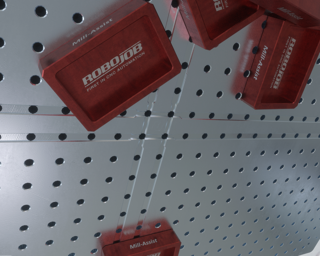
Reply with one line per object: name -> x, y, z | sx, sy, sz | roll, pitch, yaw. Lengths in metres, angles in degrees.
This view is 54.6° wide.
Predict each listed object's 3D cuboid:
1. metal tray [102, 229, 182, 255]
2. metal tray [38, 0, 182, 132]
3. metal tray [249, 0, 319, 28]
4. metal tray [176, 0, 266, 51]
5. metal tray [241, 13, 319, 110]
metal tray -> -0.034, 0.229, 0.530 | 0.131, 0.030, 0.089 | -5, 121, -26
metal tray -> -0.050, -0.066, 0.338 | 0.130, 0.030, 0.090 | -35, 129, -5
metal tray -> 0.152, -0.174, 0.348 | 0.131, 0.030, 0.090 | 3, 94, -40
metal tray -> 0.059, -0.164, 0.338 | 0.090, 0.030, 0.130 | -35, 129, -5
metal tray -> 0.179, -0.091, 0.447 | 0.091, 0.030, 0.129 | -3, 120, -27
